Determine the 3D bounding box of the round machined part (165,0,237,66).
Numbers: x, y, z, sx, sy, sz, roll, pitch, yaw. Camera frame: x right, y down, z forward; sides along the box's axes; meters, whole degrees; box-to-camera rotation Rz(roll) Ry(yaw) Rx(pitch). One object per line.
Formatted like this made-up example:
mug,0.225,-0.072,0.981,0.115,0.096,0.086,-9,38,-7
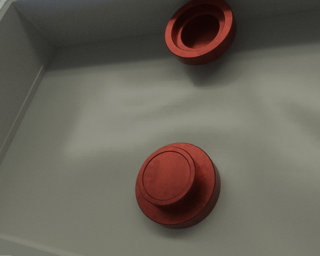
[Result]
round machined part,0.060,-0.131,0.437,0.098,0.042,0.098,-10,66,24

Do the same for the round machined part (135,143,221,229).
round machined part,0.015,0.060,0.350,0.098,0.042,0.098,-13,56,21
